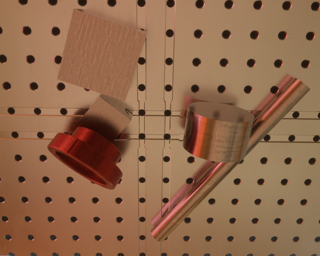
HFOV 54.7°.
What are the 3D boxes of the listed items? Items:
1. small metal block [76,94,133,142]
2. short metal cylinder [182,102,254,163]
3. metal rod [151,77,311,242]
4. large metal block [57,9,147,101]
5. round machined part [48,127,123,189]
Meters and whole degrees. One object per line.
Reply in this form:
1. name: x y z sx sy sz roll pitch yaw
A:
1. small metal block: -0.072 -0.011 0.408 0.050 0.025 0.050 38 105 -13
2. short metal cylinder: 0.071 0.002 0.386 0.081 0.080 0.050 6 110 -3
3. metal rod: 0.089 0.054 0.434 0.025 0.025 0.299 37 106 -13
4. large metal block: -0.066 -0.087 0.367 0.080 0.050 0.079 18 109 -7
5. round machined part: -0.089 0.035 0.397 0.098 0.098 0.042 37 67 -13
